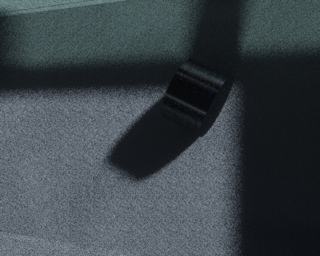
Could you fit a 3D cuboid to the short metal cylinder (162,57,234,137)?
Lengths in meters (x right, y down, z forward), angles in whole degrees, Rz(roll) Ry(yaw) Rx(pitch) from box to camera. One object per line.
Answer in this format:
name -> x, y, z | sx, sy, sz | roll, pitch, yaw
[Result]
short metal cylinder -> 0.045, -0.036, 0.365 | 0.050, 0.080, 0.080 | 29, 99, 17
